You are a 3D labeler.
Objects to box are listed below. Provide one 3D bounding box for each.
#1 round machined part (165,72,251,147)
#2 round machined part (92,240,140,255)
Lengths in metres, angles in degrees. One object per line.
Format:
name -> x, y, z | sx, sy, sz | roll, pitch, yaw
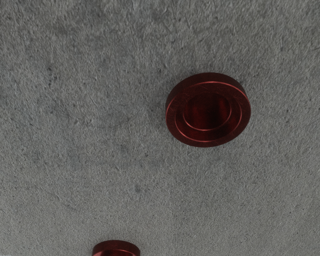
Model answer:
round machined part -> 0.056, -0.025, 0.375 | 0.099, 0.042, 0.097 | 0, 130, 0
round machined part -> -0.090, 0.271, 0.626 | 0.099, 0.042, 0.097 | 0, 130, 0
